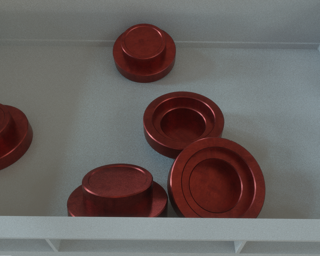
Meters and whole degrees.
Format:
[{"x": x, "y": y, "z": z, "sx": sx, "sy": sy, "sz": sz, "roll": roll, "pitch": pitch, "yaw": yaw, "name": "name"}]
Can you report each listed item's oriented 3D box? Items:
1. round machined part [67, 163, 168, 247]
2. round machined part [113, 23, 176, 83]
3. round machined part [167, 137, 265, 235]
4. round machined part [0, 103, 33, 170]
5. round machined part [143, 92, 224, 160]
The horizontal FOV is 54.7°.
[{"x": -0.041, "y": 0.068, "z": 0.308, "sx": 0.099, "sy": 0.042, "sz": 0.098, "roll": 1, "pitch": 19, "yaw": 0, "name": "round machined part"}, {"x": -0.025, "y": -0.122, "z": 0.481, "sx": 0.099, "sy": 0.042, "sz": 0.098, "roll": 0, "pitch": 65, "yaw": 0, "name": "round machined part"}, {"x": 0.056, "y": 0.062, "z": 0.329, "sx": 0.099, "sy": 0.042, "sz": 0.098, "roll": 3, "pitch": 70, "yaw": -8, "name": "round machined part"}, {"x": -0.216, "y": 0.005, "z": 0.387, "sx": 0.099, "sy": 0.042, "sz": 0.098, "roll": 0, "pitch": 50, "yaw": 0, "name": "round machined part"}, {"x": 0.029, "y": 0.001, "z": 0.392, "sx": 0.099, "sy": 0.042, "sz": 0.098, "roll": 0, "pitch": 48, "yaw": 0, "name": "round machined part"}]
